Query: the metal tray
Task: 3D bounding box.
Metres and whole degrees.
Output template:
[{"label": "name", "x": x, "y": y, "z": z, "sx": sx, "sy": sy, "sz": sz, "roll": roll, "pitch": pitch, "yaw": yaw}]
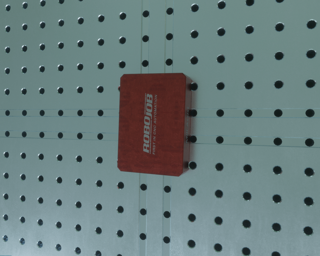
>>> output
[{"label": "metal tray", "x": -0.008, "y": -0.006, "z": 0.411, "sx": 0.090, "sy": 0.030, "sz": 0.129, "roll": 2, "pitch": 91, "yaw": 19}]
